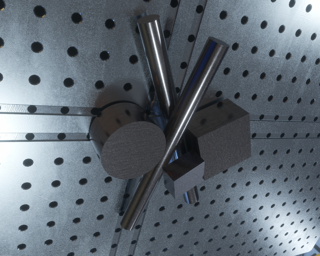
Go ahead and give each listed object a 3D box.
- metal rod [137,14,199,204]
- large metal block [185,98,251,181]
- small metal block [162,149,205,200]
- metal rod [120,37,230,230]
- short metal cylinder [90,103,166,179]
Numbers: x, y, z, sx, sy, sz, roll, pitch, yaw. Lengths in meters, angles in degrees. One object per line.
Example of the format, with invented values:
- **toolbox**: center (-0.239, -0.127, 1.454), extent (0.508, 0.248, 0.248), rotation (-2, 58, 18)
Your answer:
- **metal rod**: center (0.020, 0.000, 0.417), extent (0.025, 0.025, 0.298), rotation (-25, 128, -13)
- **large metal block**: center (0.081, 0.016, 0.444), extent (0.081, 0.050, 0.080), rotation (-25, 128, -14)
- **small metal block**: center (0.033, 0.064, 0.423), extent (0.050, 0.025, 0.050), rotation (-30, 144, -19)
- **metal rod**: center (0.007, 0.026, 0.402), extent (0.025, 0.025, 0.298), rotation (6, 123, -32)
- **short metal cylinder**: center (-0.040, 0.016, 0.378), extent (0.081, 0.050, 0.079), rotation (-14, 125, -21)
